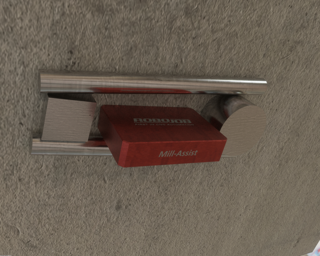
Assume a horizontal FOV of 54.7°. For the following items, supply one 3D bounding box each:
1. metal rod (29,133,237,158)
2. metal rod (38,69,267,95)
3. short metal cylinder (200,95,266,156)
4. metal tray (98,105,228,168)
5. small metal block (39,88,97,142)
[{"bbox_3d":[-0.012,0.026,0.418,0.302,0.025,0.025,4,117,-30],"label":"metal rod"},{"bbox_3d":[0.012,-0.054,0.382,0.303,0.025,0.025,-3,120,-27],"label":"metal rod"},{"bbox_3d":[0.103,-0.007,0.444,0.081,0.050,0.079,-14,124,-21],"label":"short metal cylinder"},{"bbox_3d":[0.002,0.006,0.369,0.131,0.090,0.030,0,118,-28],"label":"metal tray"},{"bbox_3d":[-0.103,-0.013,0.344,0.050,0.025,0.050,4,116,-31],"label":"small metal block"}]
